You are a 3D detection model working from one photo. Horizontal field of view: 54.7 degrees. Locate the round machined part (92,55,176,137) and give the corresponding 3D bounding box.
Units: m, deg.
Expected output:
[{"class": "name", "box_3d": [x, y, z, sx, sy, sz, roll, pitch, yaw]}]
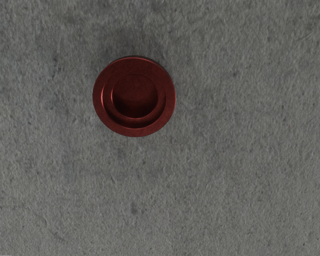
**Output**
[{"class": "round machined part", "box_3d": [-0.031, -0.041, 0.385, 0.099, 0.042, 0.097, 0, 110, -1]}]
